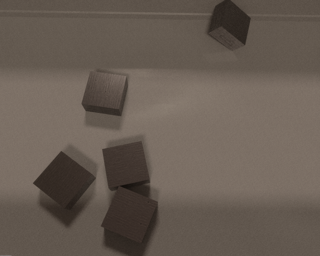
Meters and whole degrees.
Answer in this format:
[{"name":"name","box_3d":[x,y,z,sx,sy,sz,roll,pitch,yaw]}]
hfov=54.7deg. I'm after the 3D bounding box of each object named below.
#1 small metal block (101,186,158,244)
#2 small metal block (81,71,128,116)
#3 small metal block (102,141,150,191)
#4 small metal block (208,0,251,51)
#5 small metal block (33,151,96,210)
[{"name":"small metal block","box_3d":[-0.035,0.104,0.371,0.050,0.025,0.050,21,71,7]},{"name":"small metal block","box_3d":[-0.075,-0.047,0.426,0.050,0.025,0.050,9,70,3]},{"name":"small metal block","box_3d":[-0.042,0.048,0.391,0.050,0.025,0.050,-12,70,-5]},{"name":"small metal block","box_3d":[0.103,-0.150,0.453,0.050,0.025,0.050,27,68,-29]},{"name":"small metal block","box_3d":[-0.117,0.065,0.384,0.050,0.025,0.050,34,73,11]}]
